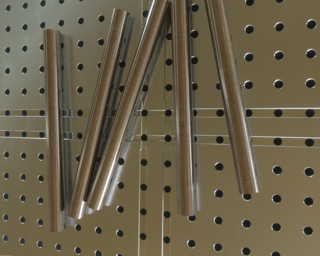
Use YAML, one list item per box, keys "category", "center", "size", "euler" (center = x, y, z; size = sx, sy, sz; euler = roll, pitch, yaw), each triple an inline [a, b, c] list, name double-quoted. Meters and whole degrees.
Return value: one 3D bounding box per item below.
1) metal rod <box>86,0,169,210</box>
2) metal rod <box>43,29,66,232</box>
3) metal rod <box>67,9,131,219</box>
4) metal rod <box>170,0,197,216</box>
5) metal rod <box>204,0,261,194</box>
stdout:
- category: "metal rod"
  center: [-0.045, -0.028, 0.427]
  size: [0.025, 0.025, 0.298]
  euler: [21, 97, 18]
- category: "metal rod"
  center: [-0.159, 0.003, 0.466]
  size: [0.025, 0.025, 0.298]
  euler: [-2, 89, 19]
- category: "metal rod"
  center: [-0.088, -0.017, 0.442]
  size: [0.025, 0.025, 0.298]
  euler: [15, 95, 19]
- category: "metal rod"
  center: [0.030, -0.039, 0.401]
  size: [0.025, 0.025, 0.298]
  euler: [-2, 89, 19]
- category: "metal rod"
  center: [0.084, -0.070, 0.382]
  size: [0.025, 0.025, 0.298]
  euler: [-11, 86, 19]
